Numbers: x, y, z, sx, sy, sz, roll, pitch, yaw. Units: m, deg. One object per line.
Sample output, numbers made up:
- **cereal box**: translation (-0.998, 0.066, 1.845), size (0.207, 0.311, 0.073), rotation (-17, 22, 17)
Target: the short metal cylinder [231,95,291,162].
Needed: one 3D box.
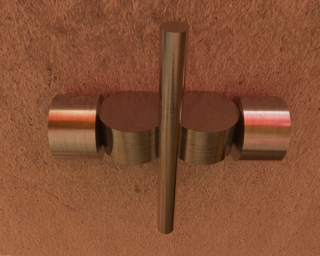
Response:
- **short metal cylinder**: translation (0.116, 0.001, 0.375), size (0.050, 0.080, 0.079), rotation (1, 130, -1)

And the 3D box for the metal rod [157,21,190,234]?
- **metal rod**: translation (0.010, 0.029, 0.353), size (0.025, 0.025, 0.298), rotation (0, 130, -1)

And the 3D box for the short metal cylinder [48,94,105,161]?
- **short metal cylinder**: translation (-0.095, -0.001, 0.371), size (0.050, 0.080, 0.079), rotation (1, 130, -1)

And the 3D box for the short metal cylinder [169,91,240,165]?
- **short metal cylinder**: translation (0.050, -0.002, 0.371), size (0.081, 0.080, 0.050), rotation (1, 130, -1)

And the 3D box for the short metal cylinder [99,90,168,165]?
- **short metal cylinder**: translation (-0.030, -0.002, 0.371), size (0.081, 0.080, 0.050), rotation (1, 130, -1)
